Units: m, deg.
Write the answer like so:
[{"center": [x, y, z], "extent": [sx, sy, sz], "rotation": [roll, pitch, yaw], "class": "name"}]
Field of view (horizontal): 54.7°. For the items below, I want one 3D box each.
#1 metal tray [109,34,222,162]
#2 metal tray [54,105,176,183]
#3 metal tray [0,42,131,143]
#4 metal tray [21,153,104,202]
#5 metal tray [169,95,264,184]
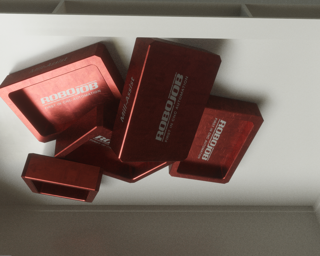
[{"center": [0.005, -0.026, 0.336], "extent": [0.091, 0.030, 0.129], "rotation": [3, 114, -33], "class": "metal tray"}, {"center": [-0.054, 0.027, 0.398], "extent": [0.090, 0.030, 0.131], "rotation": [-31, 139, 31], "class": "metal tray"}, {"center": [-0.108, -0.037, 0.370], "extent": [0.130, 0.030, 0.090], "rotation": [-16, 129, 12], "class": "metal tray"}, {"center": [-0.131, 0.073, 0.426], "extent": [0.091, 0.030, 0.129], "rotation": [13, 157, -12], "class": "metal tray"}, {"center": [0.070, 0.019, 0.421], "extent": [0.091, 0.030, 0.129], "rotation": [10, 130, -9], "class": "metal tray"}]
